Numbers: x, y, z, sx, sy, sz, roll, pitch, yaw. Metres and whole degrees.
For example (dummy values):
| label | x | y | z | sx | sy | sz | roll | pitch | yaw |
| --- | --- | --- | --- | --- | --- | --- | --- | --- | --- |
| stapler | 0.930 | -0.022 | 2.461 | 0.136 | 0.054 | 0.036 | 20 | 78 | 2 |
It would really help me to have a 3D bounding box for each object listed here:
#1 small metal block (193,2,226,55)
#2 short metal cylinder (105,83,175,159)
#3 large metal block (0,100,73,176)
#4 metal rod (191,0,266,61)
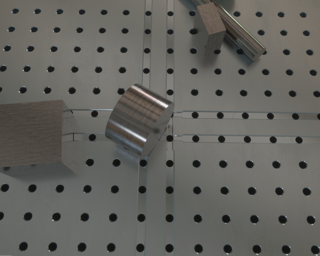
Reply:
| label | x | y | z | sx | sy | sz | roll | pitch | yaw |
| --- | --- | --- | --- | --- | --- | --- | --- | --- | --- |
| small metal block | 0.071 | -0.144 | 0.451 | 0.025 | 0.050 | 0.050 | -16 | 71 | -6 |
| short metal cylinder | -0.024 | -0.008 | 0.385 | 0.050 | 0.080 | 0.080 | 29 | 73 | 10 |
| large metal block | -0.157 | 0.014 | 0.392 | 0.081 | 0.050 | 0.080 | -5 | 70 | -2 |
| metal rod | 0.052 | -0.218 | 0.491 | 0.025 | 0.025 | 0.300 | -36 | 74 | -12 |
